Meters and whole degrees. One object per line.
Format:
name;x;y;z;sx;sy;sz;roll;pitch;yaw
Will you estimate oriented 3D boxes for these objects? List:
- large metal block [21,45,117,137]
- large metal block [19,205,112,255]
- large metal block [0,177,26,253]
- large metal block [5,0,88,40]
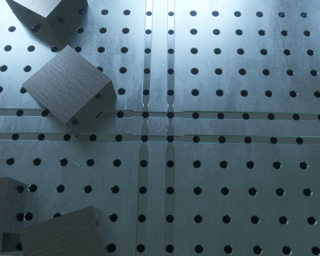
large metal block;-0.118;-0.049;0.416;0.080;0.050;0.080;39;75;13
large metal block;-0.100;0.141;0.347;0.080;0.050;0.080;-17;71;-6
large metal block;-0.209;0.104;0.360;0.080;0.050;0.080;-4;70;-2
large metal block;-0.171;-0.195;0.469;0.080;0.050;0.080;30;73;10
